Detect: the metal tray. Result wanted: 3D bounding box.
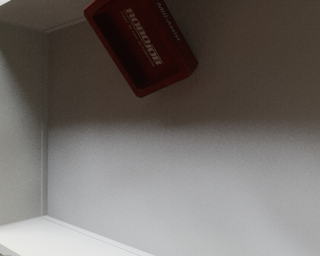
[{"bbox_3d":[-0.023,-0.109,0.380,0.090,0.030,0.130,-19,111,38],"label":"metal tray"}]
